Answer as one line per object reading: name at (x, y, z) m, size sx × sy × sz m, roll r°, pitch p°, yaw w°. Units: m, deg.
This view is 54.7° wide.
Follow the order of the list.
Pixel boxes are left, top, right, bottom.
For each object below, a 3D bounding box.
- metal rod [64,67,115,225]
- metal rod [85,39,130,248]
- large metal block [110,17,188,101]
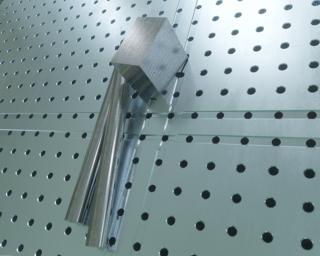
metal rod at (-0.079, -0.013, 0.455) m, size 0.025 × 0.025 × 0.300 m, roll -2°, pitch 61°, yaw 27°
metal rod at (-0.062, 0.003, 0.423) m, size 0.025 × 0.025 × 0.299 m, roll -7°, pitch 63°, yaw 24°
large metal block at (-0.012, -0.097, 0.437) m, size 0.050 × 0.080 × 0.080 m, roll 15°, pitch 69°, yaw 34°
